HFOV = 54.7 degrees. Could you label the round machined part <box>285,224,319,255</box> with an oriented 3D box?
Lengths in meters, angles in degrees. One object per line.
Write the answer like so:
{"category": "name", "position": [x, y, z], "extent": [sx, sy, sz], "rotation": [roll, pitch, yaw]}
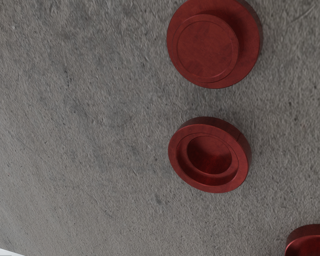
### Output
{"category": "round machined part", "position": [0.210, 0.173, 0.392], "extent": [0.098, 0.042, 0.097], "rotation": [13, 124, 21]}

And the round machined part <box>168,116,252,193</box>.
{"category": "round machined part", "position": [0.063, 0.029, 0.380], "extent": [0.098, 0.042, 0.097], "rotation": [13, 124, 21]}

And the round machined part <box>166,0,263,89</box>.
{"category": "round machined part", "position": [0.051, -0.085, 0.316], "extent": [0.098, 0.042, 0.097], "rotation": [13, 124, 21]}
